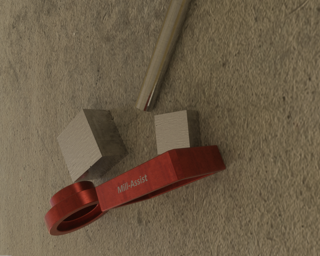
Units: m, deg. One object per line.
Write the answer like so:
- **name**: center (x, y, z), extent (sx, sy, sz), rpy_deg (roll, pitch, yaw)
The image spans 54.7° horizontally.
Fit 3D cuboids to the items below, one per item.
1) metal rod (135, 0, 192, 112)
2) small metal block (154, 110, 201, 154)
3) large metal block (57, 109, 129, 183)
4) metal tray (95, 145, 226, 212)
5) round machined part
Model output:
- **metal rod**: center (0.027, -0.161, 0.382), extent (0.025, 0.025, 0.298), rpy_deg (32, 110, 35)
- **small metal block**: center (0.022, 0.006, 0.387), extent (0.050, 0.025, 0.050), rpy_deg (-8, 85, 39)
- **large metal block**: center (-0.105, 0.027, 0.476), extent (0.080, 0.050, 0.080), rpy_deg (-40, 66, 32)
- **metal tray**: center (-0.001, 0.059, 0.363), extent (0.130, 0.091, 0.030), rpy_deg (-30, 72, 36)
- **round machined part**: center (-0.122, 0.114, 0.459), extent (0.098, 0.099, 0.042), rpy_deg (-48, 62, 29)
